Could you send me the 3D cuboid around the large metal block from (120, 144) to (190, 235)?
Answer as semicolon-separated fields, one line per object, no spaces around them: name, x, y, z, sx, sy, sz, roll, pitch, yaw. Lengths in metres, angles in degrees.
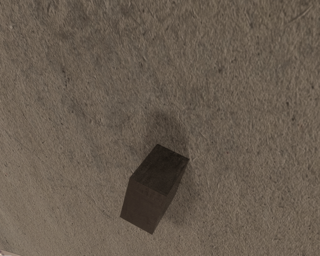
large metal block;-0.007;0.082;0.424;0.050;0.080;0.079;25;127;12
